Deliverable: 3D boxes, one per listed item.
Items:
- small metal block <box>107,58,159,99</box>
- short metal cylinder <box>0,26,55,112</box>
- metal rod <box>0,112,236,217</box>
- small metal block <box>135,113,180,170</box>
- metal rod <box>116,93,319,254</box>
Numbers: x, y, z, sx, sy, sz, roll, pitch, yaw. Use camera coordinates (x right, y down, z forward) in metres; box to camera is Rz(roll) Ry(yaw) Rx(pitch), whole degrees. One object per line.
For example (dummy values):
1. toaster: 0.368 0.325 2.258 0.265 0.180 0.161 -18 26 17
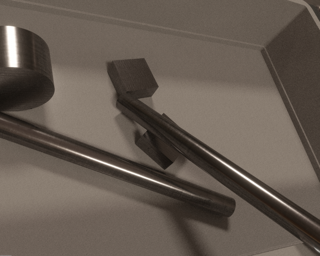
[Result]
1. small metal block: -0.038 -0.067 0.428 0.050 0.025 0.050 -13 69 -34
2. short metal cylinder: -0.155 -0.059 0.323 0.081 0.080 0.050 -2 63 -29
3. metal rod: -0.046 0.046 0.354 0.302 0.025 0.025 22 53 -15
4. small metal block: 0.005 0.017 0.400 0.050 0.025 0.050 42 51 0
5. metal rod: 0.060 0.040 0.326 0.300 0.025 0.025 35 45 30
